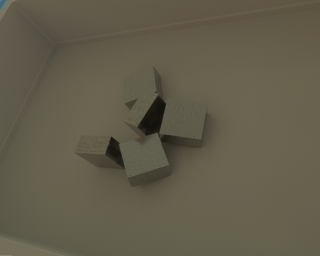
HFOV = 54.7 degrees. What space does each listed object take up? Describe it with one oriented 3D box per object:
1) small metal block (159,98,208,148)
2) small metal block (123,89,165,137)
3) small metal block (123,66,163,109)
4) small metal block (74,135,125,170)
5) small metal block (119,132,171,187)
[{"bbox_3d":[0.030,-0.006,0.385,0.050,0.025,0.050,8,64,11],"label":"small metal block"},{"bbox_3d":[-0.013,-0.014,0.405,0.025,0.050,0.050,22,73,36],"label":"small metal block"},{"bbox_3d":[-0.025,-0.057,0.454,0.050,0.025,0.050,-19,54,17],"label":"small metal block"},{"bbox_3d":[-0.075,0.033,0.409,0.050,0.050,0.025,1,63,29],"label":"small metal block"},{"bbox_3d":[-0.019,0.039,0.383,0.050,0.025,0.050,-17,53,-5],"label":"small metal block"}]
